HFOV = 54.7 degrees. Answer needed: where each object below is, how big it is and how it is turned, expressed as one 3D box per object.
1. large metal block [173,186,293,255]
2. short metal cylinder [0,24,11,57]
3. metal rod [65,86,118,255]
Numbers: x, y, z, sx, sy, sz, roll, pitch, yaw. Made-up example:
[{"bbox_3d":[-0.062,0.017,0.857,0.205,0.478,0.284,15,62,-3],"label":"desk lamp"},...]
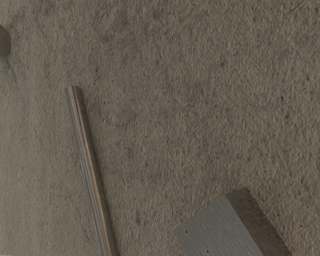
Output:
[{"bbox_3d":[0.074,0.120,0.327,0.080,0.050,0.080,-45,64,30],"label":"large metal block"},{"bbox_3d":[-0.378,-0.190,0.676,0.050,0.081,0.079,-1,90,40],"label":"short metal cylinder"},{"bbox_3d":[-0.109,0.074,0.491,0.025,0.025,0.299,-25,74,37],"label":"metal rod"}]
